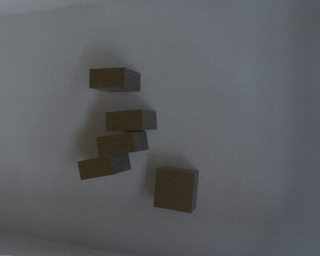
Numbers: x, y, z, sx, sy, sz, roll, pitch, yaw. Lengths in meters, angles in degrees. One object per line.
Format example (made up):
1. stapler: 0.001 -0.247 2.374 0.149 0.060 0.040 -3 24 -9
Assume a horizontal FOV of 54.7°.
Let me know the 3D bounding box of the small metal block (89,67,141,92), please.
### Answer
1. small metal block: -0.060 -0.064 0.417 0.050 0.050 0.025 1 91 19

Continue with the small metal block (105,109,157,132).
1. small metal block: -0.037 -0.009 0.409 0.050 0.050 0.025 -4 89 19

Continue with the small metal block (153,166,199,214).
1. small metal block: 0.021 0.079 0.402 0.050 0.025 0.050 5 92 19

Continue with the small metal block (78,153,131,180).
1. small metal block: -0.075 0.051 0.422 0.050 0.050 0.025 -12 86 19

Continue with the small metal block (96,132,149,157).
1. small metal block: -0.049 0.021 0.412 0.050 0.050 0.025 -9 87 17
